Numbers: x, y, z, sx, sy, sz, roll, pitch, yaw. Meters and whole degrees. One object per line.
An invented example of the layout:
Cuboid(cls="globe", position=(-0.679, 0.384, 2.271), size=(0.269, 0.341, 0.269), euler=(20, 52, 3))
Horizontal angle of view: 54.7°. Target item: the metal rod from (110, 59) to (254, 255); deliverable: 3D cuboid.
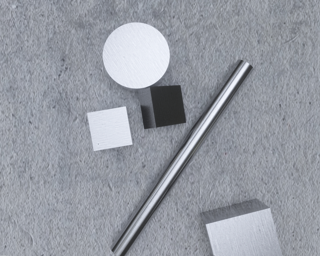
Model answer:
Cuboid(cls="metal rod", position=(0.029, 0.040, 0.410), size=(0.025, 0.025, 0.299), euler=(34, 90, -1))

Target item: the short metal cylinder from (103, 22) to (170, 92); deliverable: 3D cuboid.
Cuboid(cls="short metal cylinder", position=(-0.029, -0.087, 0.397), size=(0.081, 0.050, 0.079), euler=(0, 90, -1))

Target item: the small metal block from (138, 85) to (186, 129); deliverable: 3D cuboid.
Cuboid(cls="small metal block", position=(0.003, -0.027, 0.397), size=(0.050, 0.025, 0.050), euler=(-9, 91, -38))

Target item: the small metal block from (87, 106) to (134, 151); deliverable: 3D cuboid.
Cuboid(cls="small metal block", position=(-0.064, 0.001, 0.409), size=(0.050, 0.025, 0.050), euler=(-10, 90, -1))

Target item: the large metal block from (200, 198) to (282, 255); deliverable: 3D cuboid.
Cuboid(cls="large metal block", position=(0.104, 0.145, 0.399), size=(0.080, 0.050, 0.080), euler=(-14, 90, -1))
